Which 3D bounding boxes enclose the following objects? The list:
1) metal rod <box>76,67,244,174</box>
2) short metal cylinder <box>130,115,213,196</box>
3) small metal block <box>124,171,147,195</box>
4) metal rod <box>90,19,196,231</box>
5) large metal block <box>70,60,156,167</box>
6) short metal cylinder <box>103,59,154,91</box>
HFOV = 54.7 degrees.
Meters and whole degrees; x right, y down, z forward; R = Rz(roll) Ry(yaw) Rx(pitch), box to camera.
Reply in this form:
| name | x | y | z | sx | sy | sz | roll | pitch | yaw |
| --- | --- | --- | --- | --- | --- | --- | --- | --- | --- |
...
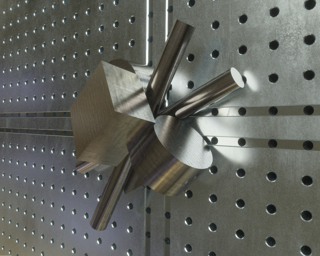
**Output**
| name | x | y | z | sx | sy | sz | roll | pitch | yaw |
| --- | --- | --- | --- | --- | --- | --- | --- | --- | --- |
| metal rod | -0.022 | 0.004 | 0.423 | 0.299 | 0.025 | 0.025 | -29 | 72 | 36 |
| short metal cylinder | 0.013 | 0.031 | 0.358 | 0.050 | 0.081 | 0.080 | -51 | 60 | 29 |
| small metal block | -0.032 | 0.059 | 0.431 | 0.050 | 0.025 | 0.050 | -34 | 69 | 34 |
| metal rod | -0.030 | 0.010 | 0.397 | 0.025 | 0.025 | 0.298 | 37 | 112 | 33 |
| large metal block | -0.058 | -0.015 | 0.354 | 0.080 | 0.050 | 0.080 | -48 | 45 | 30 |
| short metal cylinder | -0.041 | -0.050 | 0.422 | 0.080 | 0.050 | 0.079 | 0 | 90 | 40 |
